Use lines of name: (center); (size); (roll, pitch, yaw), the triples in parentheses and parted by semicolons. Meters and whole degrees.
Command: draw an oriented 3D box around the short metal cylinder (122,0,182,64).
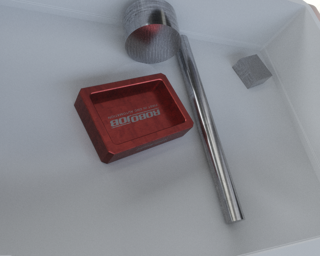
short metal cylinder: (-0.012, -0.139, 0.450); (0.081, 0.080, 0.050); (6, 59, -26)

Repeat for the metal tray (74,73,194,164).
metal tray: (-0.030, -0.018, 0.397); (0.131, 0.030, 0.090); (-18, 71, -35)

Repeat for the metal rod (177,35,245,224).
metal rod: (0.064, -0.015, 0.450); (0.025, 0.025, 0.299); (2, 61, -28)

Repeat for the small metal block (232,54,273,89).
small metal block: (0.167, -0.103, 0.561); (0.050, 0.025, 0.050); (-22, 74, -36)
